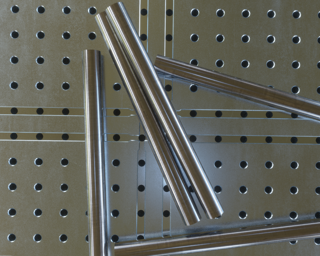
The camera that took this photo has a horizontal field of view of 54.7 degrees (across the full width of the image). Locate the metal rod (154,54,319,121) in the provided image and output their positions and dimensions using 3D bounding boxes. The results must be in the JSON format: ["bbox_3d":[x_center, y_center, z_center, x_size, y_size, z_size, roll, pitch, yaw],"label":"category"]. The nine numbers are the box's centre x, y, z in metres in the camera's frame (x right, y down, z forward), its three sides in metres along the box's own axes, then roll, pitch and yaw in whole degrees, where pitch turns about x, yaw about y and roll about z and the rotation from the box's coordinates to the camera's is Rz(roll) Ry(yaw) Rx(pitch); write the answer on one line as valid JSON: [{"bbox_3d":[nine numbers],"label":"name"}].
[{"bbox_3d":[0.138,-0.044,0.415,0.302,0.025,0.025,16,90,-1],"label":"metal rod"}]

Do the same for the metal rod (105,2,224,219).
[{"bbox_3d":[0.008,-0.019,0.402,0.025,0.025,0.299,-26,95,0],"label":"metal rod"}]

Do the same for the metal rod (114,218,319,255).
[{"bbox_3d":[0.092,0.148,0.414,0.302,0.025,0.025,-7,90,-1],"label":"metal rod"}]

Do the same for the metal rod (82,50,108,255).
[{"bbox_3d":[-0.086,0.048,0.412,0.025,0.025,0.298,-2,90,-1],"label":"metal rod"}]

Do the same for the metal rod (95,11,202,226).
[{"bbox_3d":[-0.016,-0.013,0.413,0.025,0.025,0.299,-24,90,0],"label":"metal rod"}]
